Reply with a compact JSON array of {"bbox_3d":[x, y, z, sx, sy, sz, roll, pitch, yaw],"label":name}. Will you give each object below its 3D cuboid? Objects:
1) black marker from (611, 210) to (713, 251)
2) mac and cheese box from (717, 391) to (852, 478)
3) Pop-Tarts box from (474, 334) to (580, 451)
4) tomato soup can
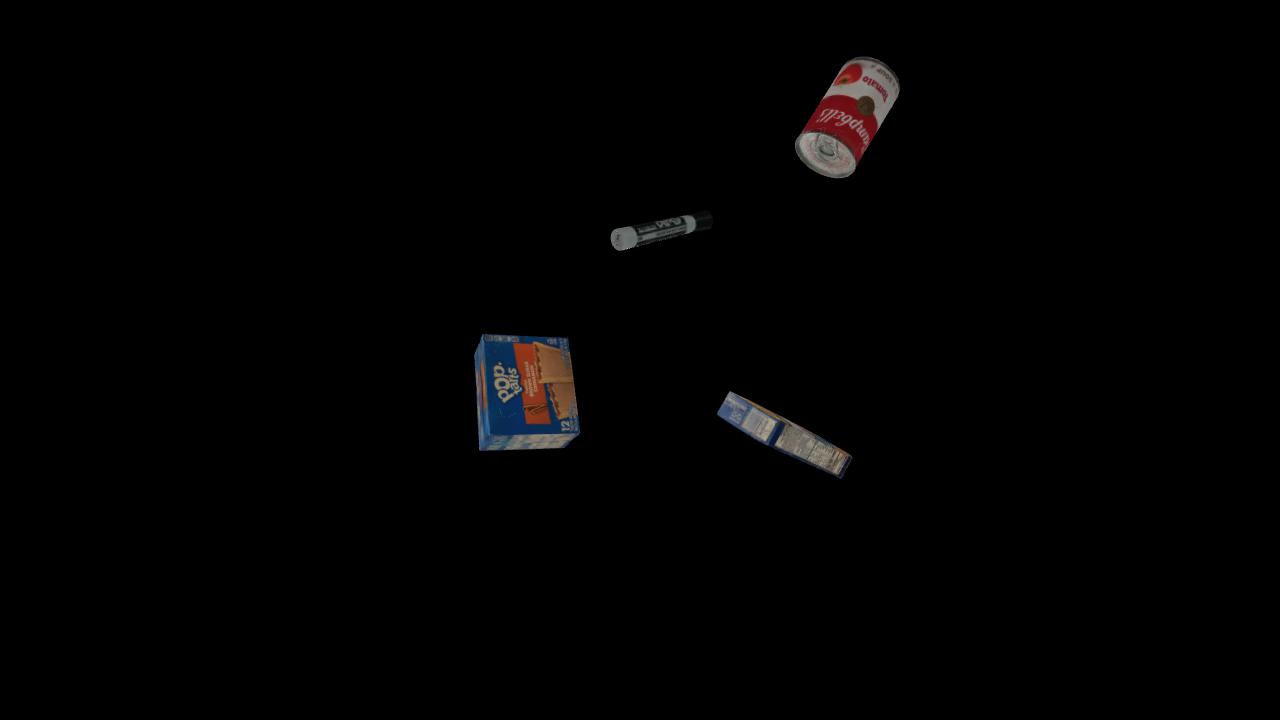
[{"bbox_3d":[0.024,-0.120,0.562,0.121,0.020,0.020,-22,14,-39],"label":"black marker"},{"bbox_3d":[0.193,0.100,0.808,0.184,0.041,0.093,26,2,-41],"label":"mac and cheese box"},{"bbox_3d":[-0.181,0.051,0.970,0.141,0.167,0.083,2,-27,-24],"label":"Pop-Tarts box"},{"bbox_3d":[0.214,-0.249,0.634,0.068,0.101,0.068,32,-9,6],"label":"tomato soup can"}]
